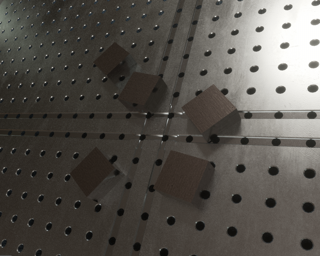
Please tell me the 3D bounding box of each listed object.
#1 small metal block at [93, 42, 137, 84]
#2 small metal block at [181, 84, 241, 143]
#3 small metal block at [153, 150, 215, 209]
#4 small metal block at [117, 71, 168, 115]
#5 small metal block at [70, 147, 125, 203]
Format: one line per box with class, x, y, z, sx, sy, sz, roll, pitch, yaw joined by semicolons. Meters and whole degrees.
small metal block;-0.074;-0.108;0.511;0.050;0.025;0.050;-44;51;-3
small metal block;0.063;-0.019;0.386;0.050;0.025;0.050;-36;51;4
small metal block;0.028;0.058;0.357;0.050;0.025;0.050;14;69;33
small metal block;-0.025;-0.052;0.452;0.050;0.025;0.050;17;70;34
small metal block;-0.084;0.062;0.413;0.050;0.025;0.050;-46;52;-5
